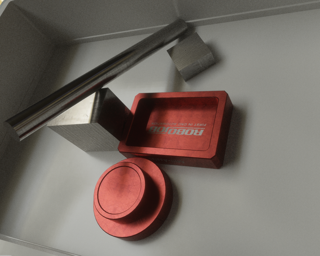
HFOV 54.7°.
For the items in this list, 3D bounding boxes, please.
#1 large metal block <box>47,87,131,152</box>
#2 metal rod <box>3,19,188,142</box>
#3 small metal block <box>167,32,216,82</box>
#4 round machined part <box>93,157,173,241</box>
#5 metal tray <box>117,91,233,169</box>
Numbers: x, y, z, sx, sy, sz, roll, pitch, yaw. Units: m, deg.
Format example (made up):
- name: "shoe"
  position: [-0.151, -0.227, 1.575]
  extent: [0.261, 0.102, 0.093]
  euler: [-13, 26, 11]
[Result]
- name: "large metal block"
  position: [-0.087, -0.007, 0.419]
  extent: [0.080, 0.080, 0.050]
  euler: [-3, 60, 26]
- name: "metal rod"
  position: [-0.058, -0.078, 0.400]
  extent: [0.025, 0.025, 0.302]
  euler: [18, 45, 35]
- name: "small metal block"
  position: [0.044, -0.102, 0.444]
  extent: [0.050, 0.025, 0.050]
  euler: [-30, 52, 8]
- name: "round machined part"
  position: [-0.038, 0.079, 0.365]
  extent: [0.098, 0.042, 0.098]
  euler: [-13, 56, 20]
- name: "metal tray"
  position: [0.019, -0.001, 0.391]
  extent: [0.130, 0.030, 0.090]
  euler: [2, 62, 28]
